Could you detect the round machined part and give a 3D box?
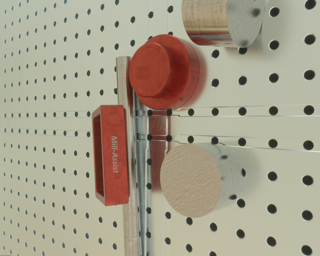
[{"bbox_3d":[-0.002,-0.072,0.400,0.098,0.042,0.097,0,90,40],"label":"round machined part"}]

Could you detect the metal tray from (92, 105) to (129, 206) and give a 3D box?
[{"bbox_3d":[-0.073,0.037,0.438,0.090,0.030,0.129,167,101,-70],"label":"metal tray"}]

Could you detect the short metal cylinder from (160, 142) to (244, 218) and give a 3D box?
[{"bbox_3d":[0.047,0.057,0.354,0.080,0.050,0.080,0,90,40],"label":"short metal cylinder"}]

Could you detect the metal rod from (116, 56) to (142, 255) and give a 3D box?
[{"bbox_3d":[-0.044,0.047,0.446,0.025,0.025,0.298,-5,87,40],"label":"metal rod"}]

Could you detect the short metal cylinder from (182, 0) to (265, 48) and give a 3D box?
[{"bbox_3d":[0.067,-0.125,0.318,0.050,0.081,0.079,15,100,39],"label":"short metal cylinder"}]
